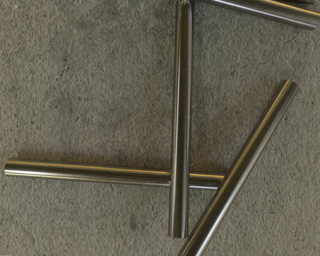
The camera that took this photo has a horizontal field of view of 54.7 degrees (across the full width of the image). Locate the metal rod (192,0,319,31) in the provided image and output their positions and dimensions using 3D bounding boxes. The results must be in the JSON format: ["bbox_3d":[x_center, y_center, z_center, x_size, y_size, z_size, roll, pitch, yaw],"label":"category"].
[{"bbox_3d":[0.058,-0.172,0.392,0.302,0.025,0.025,12,90,-7],"label":"metal rod"}]

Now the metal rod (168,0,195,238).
[{"bbox_3d":[0.028,-0.017,0.393,0.025,0.025,0.298,2,83,0],"label":"metal rod"}]

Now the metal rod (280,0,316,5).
[{"bbox_3d":[0.054,-0.192,0.410,0.302,0.025,0.025,6,90,0],"label":"metal rod"}]

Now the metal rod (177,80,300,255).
[{"bbox_3d":[0.092,0.066,0.385,0.025,0.025,0.300,34,80,0],"label":"metal rod"}]

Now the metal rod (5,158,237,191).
[{"bbox_3d":[-0.048,0.062,0.409,0.302,0.025,0.025,4,90,0],"label":"metal rod"}]
